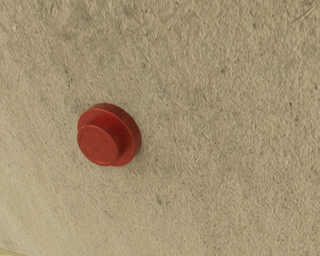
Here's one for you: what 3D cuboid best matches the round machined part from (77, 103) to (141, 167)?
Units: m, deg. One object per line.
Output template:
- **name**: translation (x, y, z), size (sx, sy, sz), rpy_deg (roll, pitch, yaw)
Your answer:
- **round machined part**: translation (-0.080, 0.016, 0.449), size (0.098, 0.042, 0.097), rpy_deg (13, 124, 21)
